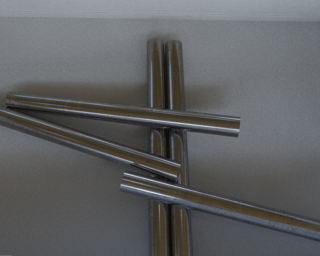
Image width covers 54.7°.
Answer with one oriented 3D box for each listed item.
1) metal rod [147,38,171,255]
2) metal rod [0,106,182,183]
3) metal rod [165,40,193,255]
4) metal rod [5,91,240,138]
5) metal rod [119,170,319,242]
[{"bbox_3d":[-0.003,0.017,0.400,0.025,0.025,0.299,-1,70,-1],"label":"metal rod"},{"bbox_3d":[-0.120,0.010,0.389,0.301,0.025,0.025,16,71,11],"label":"metal rod"},{"bbox_3d":[0.023,0.019,0.400,0.025,0.025,0.299,-1,70,-1],"label":"metal rod"},{"bbox_3d":[-0.053,-0.019,0.394,0.301,0.025,0.025,7,70,9],"label":"metal rod"},{"bbox_3d":[0.103,0.098,0.355,0.302,0.025,0.025,15,71,-1],"label":"metal rod"}]
